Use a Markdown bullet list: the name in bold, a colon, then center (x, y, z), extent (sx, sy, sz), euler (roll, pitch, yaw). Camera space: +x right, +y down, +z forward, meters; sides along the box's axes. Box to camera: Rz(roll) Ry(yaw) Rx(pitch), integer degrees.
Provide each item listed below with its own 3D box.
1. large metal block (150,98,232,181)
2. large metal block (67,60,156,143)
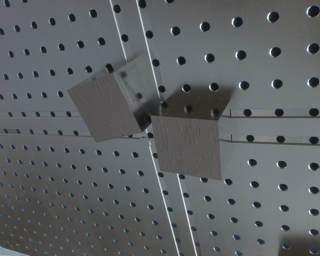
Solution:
- **large metal block**: center (0.041, 0.012, 0.381), extent (0.080, 0.050, 0.080), euler (5, 121, 25)
- **large metal block**: center (-0.060, -0.033, 0.407), extent (0.080, 0.050, 0.080), euler (-13, 112, 33)
